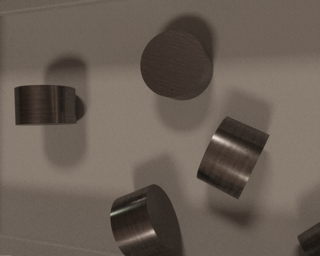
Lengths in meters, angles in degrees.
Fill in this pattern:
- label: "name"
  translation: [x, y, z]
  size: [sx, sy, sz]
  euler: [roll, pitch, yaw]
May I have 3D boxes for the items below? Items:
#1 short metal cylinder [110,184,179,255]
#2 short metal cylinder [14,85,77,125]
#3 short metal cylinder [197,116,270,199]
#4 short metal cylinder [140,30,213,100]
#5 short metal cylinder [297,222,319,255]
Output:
- label: "short metal cylinder"
  translation: [-0.017, 0.117, 0.386]
  size: [0.050, 0.080, 0.080]
  euler: [-25, 82, 18]
- label: "short metal cylinder"
  translation: [-0.160, -0.030, 0.436]
  size: [0.080, 0.080, 0.050]
  euler: [-2, 89, 19]
- label: "short metal cylinder"
  translation: [0.083, 0.033, 0.352]
  size: [0.050, 0.080, 0.080]
  euler: [26, 99, 18]
- label: "short metal cylinder"
  translation: [0.022, -0.076, 0.389]
  size: [0.080, 0.050, 0.079]
  euler: [0, 90, 19]
- label: "short metal cylinder"
  translation: [0.189, 0.132, 0.315]
  size: [0.050, 0.080, 0.080]
  euler: [-41, 78, 15]
